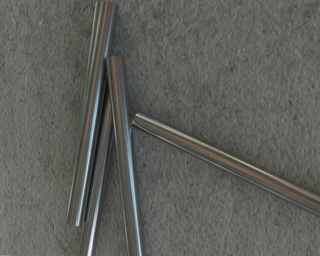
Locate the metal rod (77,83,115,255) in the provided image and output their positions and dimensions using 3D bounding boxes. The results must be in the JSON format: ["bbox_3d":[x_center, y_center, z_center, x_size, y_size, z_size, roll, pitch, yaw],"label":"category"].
[{"bbox_3d":[-0.087,0.076,0.438,0.025,0.025,0.298,12,94,19],"label":"metal rod"}]

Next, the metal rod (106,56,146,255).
[{"bbox_3d":[-0.043,0.057,0.410,0.025,0.025,0.298,-5,93,19],"label":"metal rod"}]

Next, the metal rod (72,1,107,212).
[{"bbox_3d":[-0.100,-0.026,0.442,0.025,0.025,0.298,9,93,19],"label":"metal rod"}]

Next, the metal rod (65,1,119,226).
[{"bbox_3d":[-0.092,-0.017,0.418,0.025,0.025,0.298,10,92,19],"label":"metal rod"}]

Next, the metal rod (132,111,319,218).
[{"bbox_3d":[0.099,0.049,0.373,0.301,0.025,0.025,25,98,17],"label":"metal rod"}]
